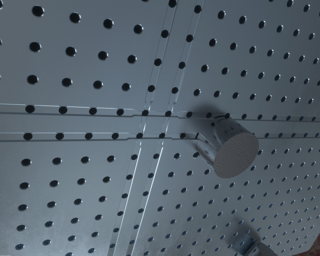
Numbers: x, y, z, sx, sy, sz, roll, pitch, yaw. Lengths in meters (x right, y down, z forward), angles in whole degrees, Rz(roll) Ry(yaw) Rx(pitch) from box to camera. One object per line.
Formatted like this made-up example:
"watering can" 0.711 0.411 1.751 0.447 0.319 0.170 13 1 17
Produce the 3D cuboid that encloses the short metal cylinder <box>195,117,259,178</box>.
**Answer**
"short metal cylinder" 0.101 0.029 0.471 0.081 0.050 0.079 -14 124 -21

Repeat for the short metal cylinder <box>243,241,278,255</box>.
"short metal cylinder" 0.231 0.301 0.692 0.080 0.080 0.050 27 103 -38
